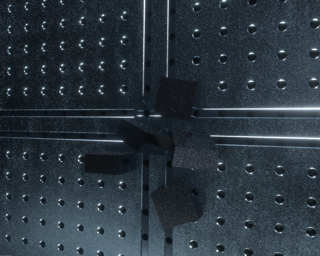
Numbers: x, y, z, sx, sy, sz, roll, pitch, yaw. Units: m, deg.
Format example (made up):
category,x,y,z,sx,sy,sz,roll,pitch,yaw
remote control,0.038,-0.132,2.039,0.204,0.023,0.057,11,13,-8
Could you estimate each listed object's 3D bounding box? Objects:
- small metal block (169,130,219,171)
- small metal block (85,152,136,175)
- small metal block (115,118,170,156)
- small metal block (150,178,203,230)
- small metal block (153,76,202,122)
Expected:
category,x,y,z,sx,sy,sz,roll,pitch,yaw
small metal block,0.039,0.026,0.375,0.050,0.050,0.025,7,110,-6
small metal block,-0.067,0.047,0.423,0.050,0.050,0.025,1,91,20
small metal block,-0.020,0.012,0.398,0.050,0.050,0.025,29,101,42
small metal block,0.022,0.099,0.405,0.050,0.025,0.050,-22,83,18
small metal block,0.023,-0.037,0.405,0.050,0.025,0.050,12,94,19
